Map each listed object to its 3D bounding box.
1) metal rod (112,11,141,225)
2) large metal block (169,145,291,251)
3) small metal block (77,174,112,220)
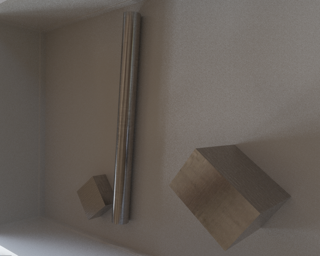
[{"bbox_3d":[-0.048,-0.012,0.444,0.025,0.025,0.298,6,94,39],"label":"metal rod"},{"bbox_3d":[0.071,0.063,0.311,0.080,0.081,0.050,46,118,29],"label":"large metal block"},{"bbox_3d":[-0.099,0.108,0.486,0.050,0.025,0.050,-43,64,31],"label":"small metal block"}]
